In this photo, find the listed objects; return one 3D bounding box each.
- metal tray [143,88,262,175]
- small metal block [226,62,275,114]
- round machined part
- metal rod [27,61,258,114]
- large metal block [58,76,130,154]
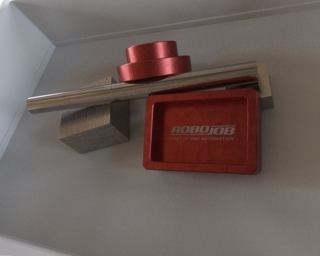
[{"bbox_3d":[0.046,0.005,0.354,0.130,0.030,0.090,-1,80,26],"label":"metal tray"},{"bbox_3d":[0.108,-0.047,0.375,0.050,0.025,0.050,-11,57,22],"label":"small metal block"},{"bbox_3d":[-0.009,-0.089,0.412,0.098,0.098,0.042,-4,100,26],"label":"round machined part"},{"bbox_3d":[-0.034,-0.048,0.392,0.301,0.025,0.025,-6,59,16],"label":"metal rod"},{"bbox_3d":[-0.092,-0.017,0.443,0.080,0.050,0.080,-16,55,18],"label":"large metal block"}]
